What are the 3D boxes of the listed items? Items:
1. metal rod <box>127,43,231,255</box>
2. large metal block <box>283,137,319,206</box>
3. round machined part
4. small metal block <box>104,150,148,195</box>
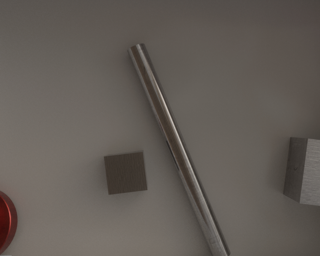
[{"bbox_3d":[0.025,0.032,0.411,0.025,0.025,0.299,-22,90,0],"label":"metal rod"},{"bbox_3d":[0.215,0.057,0.402,0.081,0.050,0.080,7,90,-1],"label":"large metal block"},{"bbox_3d":[-0.238,0.123,0.389,0.099,0.042,0.098,0,76,-1],"label":"round machined part"},{"bbox_3d":[-0.044,0.058,0.411,0.050,0.025,0.050,-7,90,-1],"label":"small metal block"}]
